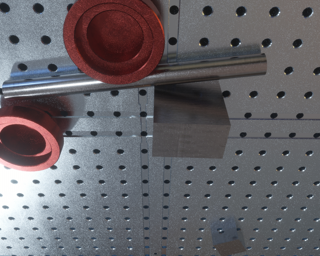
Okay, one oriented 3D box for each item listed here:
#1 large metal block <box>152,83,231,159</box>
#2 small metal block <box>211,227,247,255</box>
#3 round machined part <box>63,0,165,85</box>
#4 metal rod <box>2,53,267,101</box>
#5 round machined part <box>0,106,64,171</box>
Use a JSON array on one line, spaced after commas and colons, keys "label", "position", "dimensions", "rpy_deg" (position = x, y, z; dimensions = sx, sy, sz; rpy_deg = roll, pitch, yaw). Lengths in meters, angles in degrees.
[{"label": "large metal block", "position": [0.032, -0.011, 0.366], "dimensions": [0.081, 0.080, 0.050], "rpy_deg": [2, 130, -2]}, {"label": "small metal block", "position": [0.134, 0.223, 0.603], "dimensions": [0.050, 0.025, 0.050], "rpy_deg": [-21, 127, 17]}, {"label": "round machined part", "position": [-0.044, -0.097, 0.318], "dimensions": [0.099, 0.042, 0.097], "rpy_deg": [0, 130, 0]}, {"label": "metal rod", "position": [-0.032, -0.058, 0.361], "dimensions": [0.302, 0.025, 0.025], "rpy_deg": [-5, 130, 4]}, {"label": "round machined part", "position": [-0.176, 0.009, 0.407], "dimensions": [0.099, 0.042, 0.097], "rpy_deg": [0, 130, 0]}]
